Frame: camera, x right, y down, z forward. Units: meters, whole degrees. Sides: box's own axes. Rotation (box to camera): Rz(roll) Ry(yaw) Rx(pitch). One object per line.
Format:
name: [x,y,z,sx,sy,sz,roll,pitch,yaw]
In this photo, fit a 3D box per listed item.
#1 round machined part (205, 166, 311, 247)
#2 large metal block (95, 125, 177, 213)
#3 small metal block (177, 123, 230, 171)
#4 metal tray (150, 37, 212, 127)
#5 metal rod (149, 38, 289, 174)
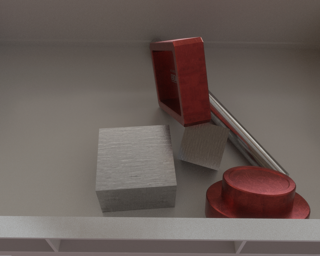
round machined part: [0.095,0.069,0.307,0.099,0.042,0.098,2,15,0]
large metal block: [-0.026,0.045,0.351,0.081,0.050,0.080,-3,50,-3]
small metal block: [0.053,0.019,0.373,0.050,0.025,0.050,15,92,12]
metal tray: [0.020,-0.061,0.376,0.030,0.089,0.130,-12,16,-10]
metal rod: [0.065,-0.040,0.439,0.025,0.025,0.300,-23,54,-18]
